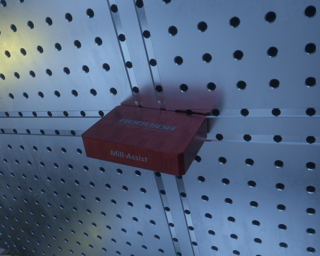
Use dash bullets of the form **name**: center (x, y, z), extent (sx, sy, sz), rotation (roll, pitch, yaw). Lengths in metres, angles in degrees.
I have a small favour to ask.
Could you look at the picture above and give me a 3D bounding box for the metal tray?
- **metal tray**: center (-0.017, 0.010, 0.382), extent (0.130, 0.090, 0.030), rotation (9, 122, 23)
